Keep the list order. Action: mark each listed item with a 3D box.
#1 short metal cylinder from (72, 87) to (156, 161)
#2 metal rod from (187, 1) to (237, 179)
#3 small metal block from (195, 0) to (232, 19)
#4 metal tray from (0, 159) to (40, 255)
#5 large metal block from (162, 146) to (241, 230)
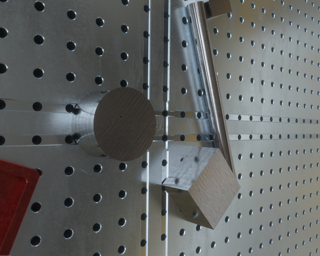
[{"bbox_3d":[-0.051,-0.004,0.351,0.081,0.050,0.079,0,90,-40],"label":"short metal cylinder"},{"bbox_3d":[0.084,-0.040,0.482,0.025,0.025,0.298,-22,104,-38],"label":"metal rod"},{"bbox_3d":[0.081,-0.198,0.480,0.050,0.025,0.050,-28,108,-37],"label":"small metal block"},{"bbox_3d":[-0.172,0.085,0.262,0.090,0.030,0.130,27,73,-37],"label":"metal tray"},{"bbox_3d":[0.062,0.084,0.448,0.080,0.050,0.080,-48,119,-30],"label":"large metal block"}]
